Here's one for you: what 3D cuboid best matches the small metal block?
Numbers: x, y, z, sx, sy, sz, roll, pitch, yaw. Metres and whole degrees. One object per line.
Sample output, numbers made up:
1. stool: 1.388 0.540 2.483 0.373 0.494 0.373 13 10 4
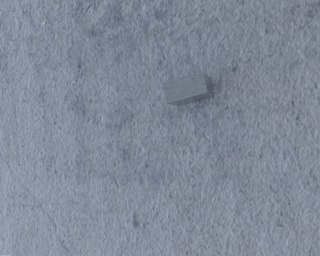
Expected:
1. small metal block: 0.037 -0.047 0.383 0.050 0.050 0.025 -14 85 19
